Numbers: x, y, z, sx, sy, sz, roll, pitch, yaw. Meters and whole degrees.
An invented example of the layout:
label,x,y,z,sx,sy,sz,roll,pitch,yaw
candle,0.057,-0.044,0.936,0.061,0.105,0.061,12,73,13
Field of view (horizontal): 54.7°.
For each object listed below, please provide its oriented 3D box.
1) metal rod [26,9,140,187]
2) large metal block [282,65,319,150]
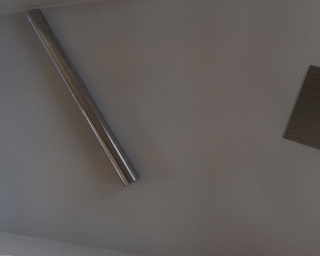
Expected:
label,x,y,z,sx,sy,sz,roll,pitch,yaw
metal rod,-0.116,-0.050,0.449,0.025,0.025,0.299,-35,79,16
large metal block,0.186,-0.014,0.332,0.080,0.050,0.080,20,97,18
